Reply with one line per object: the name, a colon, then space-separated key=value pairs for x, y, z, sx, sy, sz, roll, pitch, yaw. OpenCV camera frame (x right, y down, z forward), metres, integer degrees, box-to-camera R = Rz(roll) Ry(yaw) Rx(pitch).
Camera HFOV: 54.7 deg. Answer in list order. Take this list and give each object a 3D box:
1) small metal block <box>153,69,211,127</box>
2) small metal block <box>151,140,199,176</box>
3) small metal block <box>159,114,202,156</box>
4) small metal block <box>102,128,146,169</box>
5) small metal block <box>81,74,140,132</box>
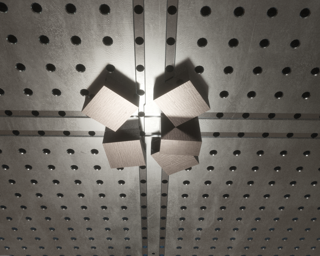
small metal block: x=0.027 y=-0.036 z=0.382 sx=0.050 sy=0.025 sz=0.050 roll=-27 pitch=125 yaw=21
small metal block: x=0.021 y=0.036 z=0.443 sx=0.050 sy=0.025 sz=0.050 roll=-24 pitch=127 yaw=18
small metal block: x=0.025 y=0.009 z=0.403 sx=0.050 sy=0.050 sz=0.025 roll=3 pitch=130 yaw=-4
small metal block: x=-0.049 y=0.029 z=0.436 sx=0.050 sy=0.025 sz=0.050 roll=-6 pitch=130 yaw=4
small metal block: x=-0.061 y=-0.030 z=0.385 sx=0.050 sy=0.025 sz=0.050 roll=32 pitch=123 yaw=-25
